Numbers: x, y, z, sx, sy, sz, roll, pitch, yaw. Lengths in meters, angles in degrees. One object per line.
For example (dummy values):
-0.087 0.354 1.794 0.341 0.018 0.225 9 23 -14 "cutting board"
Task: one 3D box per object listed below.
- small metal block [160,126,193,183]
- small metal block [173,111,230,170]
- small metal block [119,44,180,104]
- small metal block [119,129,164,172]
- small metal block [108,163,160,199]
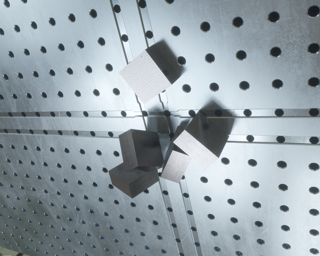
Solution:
0.024 0.034 0.401 0.025 0.050 0.050 19 128 -3 "small metal block"
0.051 0.014 0.377 0.050 0.050 0.025 40 129 1 "small metal block"
-0.013 -0.065 0.379 0.050 0.025 0.050 -31 101 38 "small metal block"
-0.024 0.031 0.414 0.025 0.050 0.050 -27 67 37 "small metal block"
-0.037 0.069 0.448 0.050 0.050 0.025 21 131 45 "small metal block"
